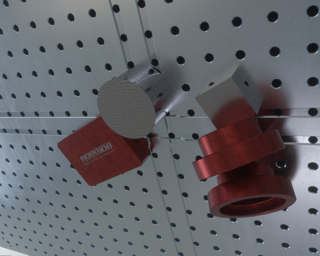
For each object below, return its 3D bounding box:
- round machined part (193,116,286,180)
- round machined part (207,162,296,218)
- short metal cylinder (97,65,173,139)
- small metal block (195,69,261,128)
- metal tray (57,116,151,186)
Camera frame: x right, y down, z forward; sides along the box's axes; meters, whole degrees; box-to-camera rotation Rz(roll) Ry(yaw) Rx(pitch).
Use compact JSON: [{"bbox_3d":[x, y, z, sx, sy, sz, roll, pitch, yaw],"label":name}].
[{"bbox_3d":[0.081,0.020,0.340,0.098,0.099,0.042,-29,78,37],"label":"round machined part"},{"bbox_3d":[0.106,0.074,0.370,0.099,0.042,0.098,-4,150,-2],"label":"round machined part"},{"bbox_3d":[-0.031,-0.033,0.391,0.080,0.050,0.079,13,124,21],"label":"short metal cylinder"},{"bbox_3d":[0.077,-0.030,0.352,0.050,0.025,0.050,-29,102,37],"label":"small metal block"},{"bbox_3d":[-0.088,0.032,0.474,0.130,0.030,0.090,-27,104,37],"label":"metal tray"}]
